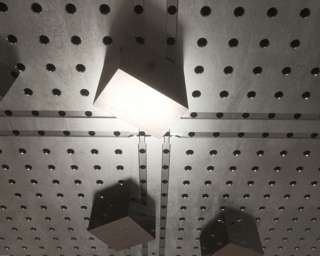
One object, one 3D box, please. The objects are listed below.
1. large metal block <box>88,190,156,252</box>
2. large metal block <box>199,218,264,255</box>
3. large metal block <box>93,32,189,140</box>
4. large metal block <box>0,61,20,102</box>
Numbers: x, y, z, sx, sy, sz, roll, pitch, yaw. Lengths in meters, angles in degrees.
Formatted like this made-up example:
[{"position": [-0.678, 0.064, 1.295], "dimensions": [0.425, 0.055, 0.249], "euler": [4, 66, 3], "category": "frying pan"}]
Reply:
[{"position": [-0.063, 0.162, 0.532], "dimensions": [0.080, 0.050, 0.080], "euler": [-25, 126, 19], "category": "large metal block"}, {"position": [0.134, 0.223, 0.588], "dimensions": [0.080, 0.050, 0.080], "euler": [24, 126, -20], "category": "large metal block"}, {"position": [-0.019, -0.046, 0.336], "dimensions": [0.080, 0.080, 0.050], "euler": [28, 124, -22], "category": "large metal block"}, {"position": [-0.224, -0.048, 0.351], "dimensions": [0.080, 0.050, 0.080], "euler": [36, 121, -27], "category": "large metal block"}]
